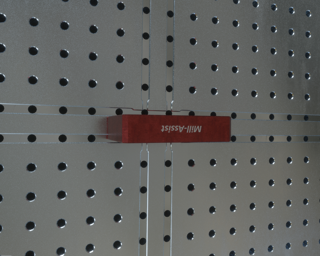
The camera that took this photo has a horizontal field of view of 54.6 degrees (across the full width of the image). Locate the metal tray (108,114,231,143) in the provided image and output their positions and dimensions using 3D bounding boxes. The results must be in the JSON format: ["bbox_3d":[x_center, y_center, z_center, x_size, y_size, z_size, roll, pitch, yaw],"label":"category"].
[{"bbox_3d":[0.009,0.001,0.381,0.131,0.090,0.030,0,90,-20],"label":"metal tray"}]
